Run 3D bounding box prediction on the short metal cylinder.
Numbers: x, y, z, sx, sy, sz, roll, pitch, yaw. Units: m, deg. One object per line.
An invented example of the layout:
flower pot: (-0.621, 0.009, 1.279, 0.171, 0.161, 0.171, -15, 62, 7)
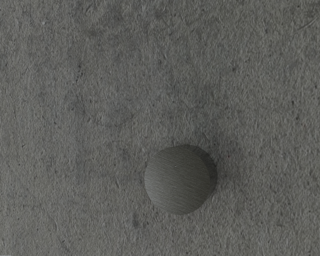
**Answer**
short metal cylinder: (0.027, 0.062, 0.386, 0.080, 0.050, 0.080, 0, 90, 20)
